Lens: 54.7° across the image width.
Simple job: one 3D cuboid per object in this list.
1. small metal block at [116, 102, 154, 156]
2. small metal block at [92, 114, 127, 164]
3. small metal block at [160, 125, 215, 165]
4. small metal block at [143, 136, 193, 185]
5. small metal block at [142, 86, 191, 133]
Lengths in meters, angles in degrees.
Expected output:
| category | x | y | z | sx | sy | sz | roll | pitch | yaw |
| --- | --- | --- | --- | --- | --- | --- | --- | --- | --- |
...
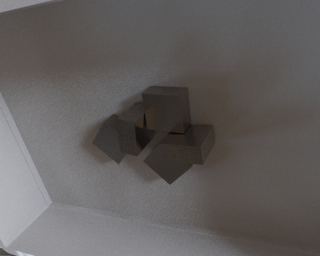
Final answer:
| category | x | y | z | sx | sy | sz | roll | pitch | yaw |
| --- | --- | --- | --- | --- | --- | --- | --- | --- | --- |
| small metal block | -0.031 | 0.000 | 0.405 | 0.025 | 0.050 | 0.050 | 12 | 123 | 21 |
| small metal block | -0.063 | 0.016 | 0.448 | 0.050 | 0.025 | 0.050 | 39 | 129 | 1 |
| small metal block | 0.035 | 0.019 | 0.381 | 0.050 | 0.050 | 0.025 | 3 | 120 | 26 |
| small metal block | 0.014 | 0.042 | 0.424 | 0.050 | 0.025 | 0.050 | 42 | 129 | -1 |
| small metal block | 0.009 | -0.023 | 0.386 | 0.050 | 0.025 | 0.050 | 6 | 121 | 24 |
